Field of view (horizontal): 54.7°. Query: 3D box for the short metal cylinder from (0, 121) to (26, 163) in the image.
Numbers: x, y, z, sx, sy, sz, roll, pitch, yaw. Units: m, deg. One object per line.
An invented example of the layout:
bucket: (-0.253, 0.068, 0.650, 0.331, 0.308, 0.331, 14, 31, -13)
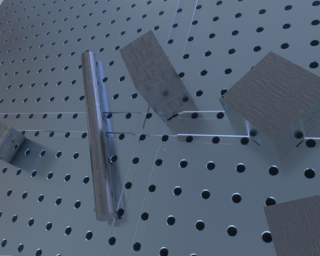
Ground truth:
short metal cylinder: (-0.268, 0.017, 0.500, 0.080, 0.080, 0.050, 14, 69, 33)

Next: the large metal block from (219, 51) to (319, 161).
large metal block: (0.127, -0.025, 0.341, 0.080, 0.050, 0.080, -43, 51, -2)

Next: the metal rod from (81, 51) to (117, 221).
metal rod: (-0.096, -0.009, 0.462, 0.025, 0.025, 0.299, -24, 53, 13)

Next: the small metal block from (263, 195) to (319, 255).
small metal block: (0.128, 0.094, 0.283, 0.050, 0.025, 0.050, -18, 55, 17)

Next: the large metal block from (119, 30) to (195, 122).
large metal block: (-0.003, -0.069, 0.416, 0.050, 0.080, 0.080, -31, 52, 8)
